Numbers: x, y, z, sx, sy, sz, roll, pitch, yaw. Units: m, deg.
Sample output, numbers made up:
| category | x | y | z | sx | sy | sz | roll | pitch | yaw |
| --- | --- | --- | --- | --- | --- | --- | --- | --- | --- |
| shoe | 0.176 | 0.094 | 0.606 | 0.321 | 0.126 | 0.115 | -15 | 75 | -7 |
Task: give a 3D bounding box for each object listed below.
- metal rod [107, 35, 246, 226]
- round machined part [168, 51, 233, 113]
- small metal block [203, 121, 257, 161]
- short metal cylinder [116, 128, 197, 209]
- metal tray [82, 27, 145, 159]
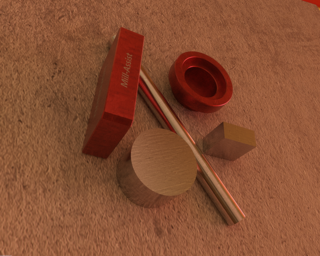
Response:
| category | x | y | z | sx | sy | sz | roll | pitch | yaw |
| --- | --- | --- | --- | --- | --- | --- | --- | --- | --- |
| metal rod | 0.016 | -0.005 | 0.420 | 0.025 | 0.025 | 0.299 | -25 | 75 | -37 |
| round machined part | 0.056 | -0.064 | 0.465 | 0.099 | 0.042 | 0.098 | 14 | 56 | -21 |
| small metal block | 0.095 | 0.020 | 0.427 | 0.050 | 0.050 | 0.025 | 15 | 56 | -20 |
| short metal cylinder | -0.005 | 0.047 | 0.359 | 0.081 | 0.050 | 0.080 | 14 | 56 | -21 |
| metal tray | -0.054 | -0.041 | 0.360 | 0.030 | 0.090 | 0.130 | 17 | 55 | -19 |
